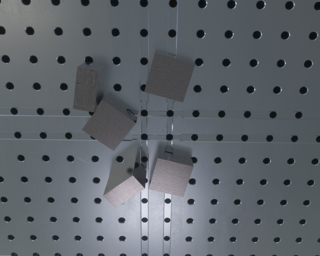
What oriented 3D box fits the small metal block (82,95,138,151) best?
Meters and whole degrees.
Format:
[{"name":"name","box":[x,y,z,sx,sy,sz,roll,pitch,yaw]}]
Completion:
[{"name":"small metal block","box":[-0.066,-0.006,0.411,0.050,0.025,0.050,36,106,-12]}]

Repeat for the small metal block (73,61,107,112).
[{"name":"small metal block","box":[-0.085,-0.052,0.380,0.025,0.050,0.050,10,110,-4]}]

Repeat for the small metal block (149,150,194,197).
[{"name":"small metal block","box":[0.015,0.065,0.437,0.050,0.025,0.050,14,110,-5]}]

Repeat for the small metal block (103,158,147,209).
[{"name":"small metal block","box":[-0.047,0.075,0.427,0.050,0.050,0.025,-35,106,12]}]

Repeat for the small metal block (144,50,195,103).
[{"name":"small metal block","box":[0.012,-0.065,0.389,0.050,0.025,0.050,15,109,-6]}]
